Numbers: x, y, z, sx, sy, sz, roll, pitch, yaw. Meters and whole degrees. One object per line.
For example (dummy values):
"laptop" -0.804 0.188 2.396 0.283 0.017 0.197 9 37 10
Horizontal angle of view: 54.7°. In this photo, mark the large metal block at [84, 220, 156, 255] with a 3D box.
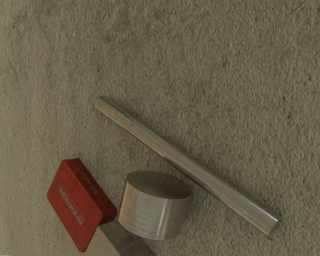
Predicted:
"large metal block" -0.060 0.190 0.439 0.080 0.050 0.079 40 114 32

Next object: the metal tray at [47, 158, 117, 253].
"metal tray" -0.133 0.124 0.512 0.130 0.030 0.089 44 116 31

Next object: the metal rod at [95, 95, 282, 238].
"metal rod" 0.012 0.030 0.394 0.300 0.025 0.025 34 111 34

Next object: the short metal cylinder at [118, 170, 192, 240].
"short metal cylinder" -0.006 0.090 0.374 0.080 0.081 0.050 22 104 38
